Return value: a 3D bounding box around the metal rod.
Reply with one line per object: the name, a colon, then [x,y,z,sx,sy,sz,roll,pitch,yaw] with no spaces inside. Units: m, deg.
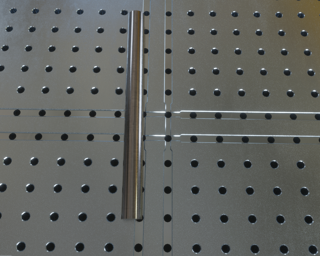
metal rod: [-0.035,-0.031,0.422,0.025,0.025,0.299,0,70,-1]
